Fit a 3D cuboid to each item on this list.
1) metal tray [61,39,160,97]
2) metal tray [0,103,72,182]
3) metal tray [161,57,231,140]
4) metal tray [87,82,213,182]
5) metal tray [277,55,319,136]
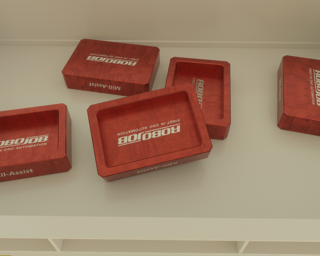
[{"bbox_3d":[-0.072,-0.094,0.481,0.131,0.030,0.090,8,50,7],"label":"metal tray"},{"bbox_3d":[-0.180,0.019,0.384,0.131,0.030,0.090,-8,51,-7],"label":"metal tray"},{"bbox_3d":[0.052,-0.047,0.440,0.090,0.030,0.130,6,50,5],"label":"metal tray"},{"bbox_3d":[-0.013,0.004,0.369,0.131,0.030,0.090,-13,70,-2],"label":"metal tray"},{"bbox_3d":[0.219,-0.048,0.444,0.090,0.030,0.130,11,51,9],"label":"metal tray"}]
